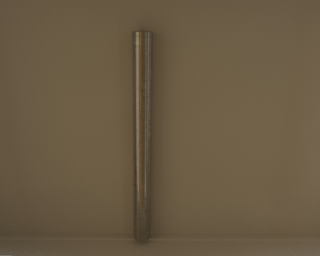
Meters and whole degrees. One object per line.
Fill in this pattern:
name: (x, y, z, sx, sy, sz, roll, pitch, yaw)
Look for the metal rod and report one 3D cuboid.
metal rod: (-0.024, 0.025, 0.420, 0.025, 0.025, 0.298, 1, 110, -1)
